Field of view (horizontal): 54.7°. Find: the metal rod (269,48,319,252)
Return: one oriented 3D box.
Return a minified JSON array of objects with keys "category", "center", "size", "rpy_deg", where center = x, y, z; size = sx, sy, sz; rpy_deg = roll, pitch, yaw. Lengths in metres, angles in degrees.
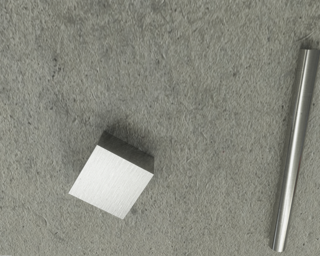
[{"category":"metal rod","center":[0.182,0.043,0.428],"size":[0.025,0.025,0.298],"rpy_deg":[0,110,-1]}]

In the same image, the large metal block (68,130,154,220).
[{"category":"large metal block","center":[-0.063,0.063,0.419],"size":[0.080,0.050,0.080],"rpy_deg":[29,107,-11]}]
